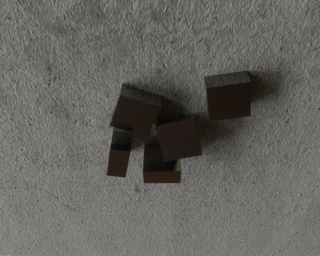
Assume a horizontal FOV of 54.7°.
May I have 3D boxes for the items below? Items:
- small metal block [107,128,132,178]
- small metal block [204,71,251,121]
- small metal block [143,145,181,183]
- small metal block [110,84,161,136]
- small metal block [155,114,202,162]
[{"bbox_3d":[-0.054,0.030,0.416,0.025,0.050,0.050,8,130,-7],"label":"small metal block"},{"bbox_3d":[0.082,-0.038,0.375,0.050,0.025,0.050,-8,130,6],"label":"small metal block"},{"bbox_3d":[0.003,0.049,0.433,0.050,0.050,0.025,0,132,0],"label":"small metal block"},{"bbox_3d":[-0.031,-0.022,0.388,0.050,0.025,0.050,15,129,-13],"label":"small metal block"},{"bbox_3d":[0.025,0.013,0.406,0.050,0.025,0.050,-12,104,9],"label":"small metal block"}]
